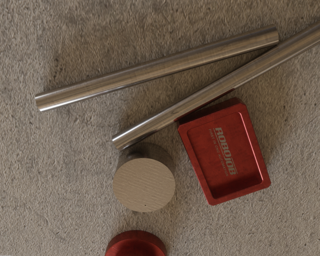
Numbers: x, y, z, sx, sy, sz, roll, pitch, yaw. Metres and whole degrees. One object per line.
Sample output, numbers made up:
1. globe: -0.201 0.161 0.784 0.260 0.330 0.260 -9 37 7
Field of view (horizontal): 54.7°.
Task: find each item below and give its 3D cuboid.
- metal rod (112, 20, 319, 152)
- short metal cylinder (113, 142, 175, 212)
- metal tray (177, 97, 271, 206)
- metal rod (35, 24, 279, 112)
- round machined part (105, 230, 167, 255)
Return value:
1. metal rod: 0.073 -0.050 0.392 0.300 0.025 0.025 -29 108 10
2. short metal cylinder: -0.020 0.066 0.421 0.081 0.050 0.079 0 110 0
3. metal tray: 0.087 0.034 0.420 0.090 0.030 0.129 -21 109 7
4. metal rod: -0.008 -0.072 0.383 0.301 0.025 0.025 -15 110 5
5. round machined part: -0.038 0.211 0.478 0.099 0.042 0.097 0 110 0
